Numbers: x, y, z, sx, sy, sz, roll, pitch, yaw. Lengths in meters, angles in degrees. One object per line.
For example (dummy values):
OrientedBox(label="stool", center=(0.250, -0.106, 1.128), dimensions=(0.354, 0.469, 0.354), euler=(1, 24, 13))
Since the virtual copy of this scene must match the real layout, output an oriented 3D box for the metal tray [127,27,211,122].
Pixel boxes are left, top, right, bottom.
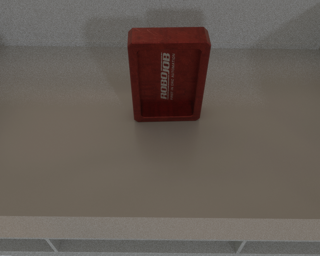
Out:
OrientedBox(label="metal tray", center=(0.010, -0.061, 0.389), dimensions=(0.091, 0.129, 0.030), euler=(-2, 50, -2))
